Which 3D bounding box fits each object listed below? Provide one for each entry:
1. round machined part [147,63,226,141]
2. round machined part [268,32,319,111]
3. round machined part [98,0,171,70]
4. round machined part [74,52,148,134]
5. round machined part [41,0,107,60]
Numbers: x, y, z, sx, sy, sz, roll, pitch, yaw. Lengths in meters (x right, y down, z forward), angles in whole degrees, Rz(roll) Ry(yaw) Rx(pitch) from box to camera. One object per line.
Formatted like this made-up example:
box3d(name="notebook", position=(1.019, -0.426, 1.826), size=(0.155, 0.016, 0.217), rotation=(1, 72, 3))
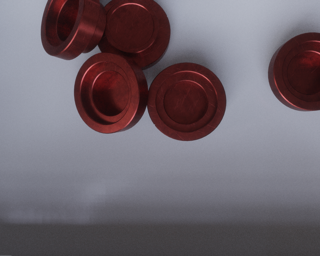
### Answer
box3d(name="round machined part", position=(0.033, -0.032, 0.403), size=(0.099, 0.042, 0.097), rotation=(0, 90, 0))
box3d(name="round machined part", position=(0.190, -0.070, 0.404), size=(0.099, 0.042, 0.097), rotation=(0, 90, 0))
box3d(name="round machined part", position=(-0.035, -0.126, 0.402), size=(0.099, 0.042, 0.097), rotation=(0, 90, 0))
box3d(name="round machined part", position=(-0.057, -0.043, 0.389), size=(0.098, 0.042, 0.097), rotation=(3, 96, 28))
box3d(name="round machined part", position=(-0.104, -0.132, 0.385), size=(0.098, 0.042, 0.098), rotation=(-8, 78, 41))
